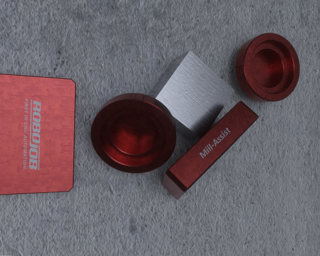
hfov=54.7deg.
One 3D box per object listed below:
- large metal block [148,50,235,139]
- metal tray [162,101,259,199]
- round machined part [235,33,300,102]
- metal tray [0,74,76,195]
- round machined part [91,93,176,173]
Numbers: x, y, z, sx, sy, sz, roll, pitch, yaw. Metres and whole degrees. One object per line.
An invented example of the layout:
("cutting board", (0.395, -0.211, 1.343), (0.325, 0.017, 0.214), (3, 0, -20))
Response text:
("large metal block", (0.037, -0.041, 0.410), (0.080, 0.050, 0.080), (38, 78, -17))
("metal tray", (0.061, 0.031, 0.396), (0.130, 0.090, 0.030), (-42, 77, -15))
("round machined part", (0.153, -0.086, 0.458), (0.099, 0.042, 0.097), (0, 90, -21))
("metal tray", (-0.145, 0.007, 0.353), (0.091, 0.030, 0.129), (1, 90, -21))
("round machined part", (-0.030, 0.003, 0.374), (0.099, 0.042, 0.097), (1, 117, 2))
